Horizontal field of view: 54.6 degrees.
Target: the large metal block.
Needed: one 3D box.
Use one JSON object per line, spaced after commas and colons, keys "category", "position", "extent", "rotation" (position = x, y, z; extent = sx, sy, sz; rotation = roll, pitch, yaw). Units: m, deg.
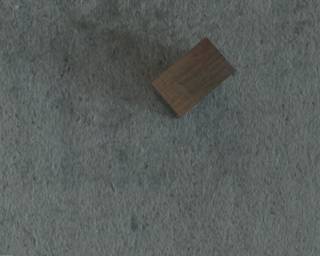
{"category": "large metal block", "position": [0.037, -0.057, 0.383], "extent": [0.080, 0.080, 0.050], "rotation": [-41, 90, 0]}
